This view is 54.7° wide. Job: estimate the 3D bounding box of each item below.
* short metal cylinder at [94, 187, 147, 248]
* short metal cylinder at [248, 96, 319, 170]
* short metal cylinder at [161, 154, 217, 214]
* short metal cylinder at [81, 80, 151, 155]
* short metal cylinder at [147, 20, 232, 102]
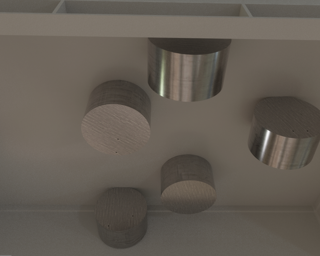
[{"bbox_3d":[-0.061,0.142,0.493,0.081,0.080,0.050,1,130,-1],"label":"short metal cylinder"},{"bbox_3d":[0.152,0.004,0.379,0.081,0.080,0.050,-2,130,1],"label":"short metal cylinder"},{"bbox_3d":[0.041,0.085,0.466,0.081,0.050,0.079,0,130,0],"label":"short metal cylinder"},{"bbox_3d":[-0.052,-0.012,0.382,0.081,0.050,0.079,0,130,0],"label":"short metal cylinder"},{"bbox_3d":[0.028,-0.070,0.314,0.081,0.080,0.050,1,130,-1],"label":"short metal cylinder"}]
